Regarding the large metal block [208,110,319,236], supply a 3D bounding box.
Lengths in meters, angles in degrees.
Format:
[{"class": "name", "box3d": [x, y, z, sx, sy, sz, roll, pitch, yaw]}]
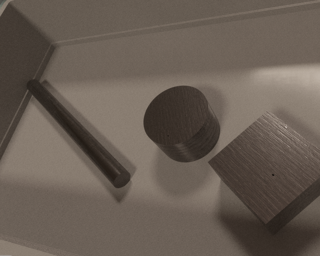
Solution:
[{"class": "large metal block", "box3d": [0.109, 0.043, 0.306, 0.080, 0.050, 0.080, -41, 51, 0]}]

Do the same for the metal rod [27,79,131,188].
[{"class": "metal rod", "box3d": [-0.141, -0.007, 0.481, 0.025, 0.025, 0.300, -48, 52, -6]}]

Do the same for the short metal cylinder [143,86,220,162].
[{"class": "short metal cylinder", "box3d": [0.027, -0.004, 0.377, 0.080, 0.050, 0.080, -13, 56, 20]}]
